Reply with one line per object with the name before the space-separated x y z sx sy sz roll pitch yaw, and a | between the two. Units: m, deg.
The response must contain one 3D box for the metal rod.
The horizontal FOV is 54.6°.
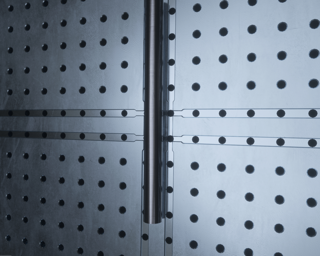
metal rod | -0.009 -0.024 0.416 0.025 0.025 0.298 1 90 20
